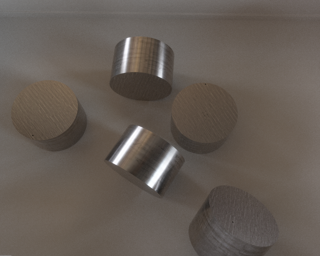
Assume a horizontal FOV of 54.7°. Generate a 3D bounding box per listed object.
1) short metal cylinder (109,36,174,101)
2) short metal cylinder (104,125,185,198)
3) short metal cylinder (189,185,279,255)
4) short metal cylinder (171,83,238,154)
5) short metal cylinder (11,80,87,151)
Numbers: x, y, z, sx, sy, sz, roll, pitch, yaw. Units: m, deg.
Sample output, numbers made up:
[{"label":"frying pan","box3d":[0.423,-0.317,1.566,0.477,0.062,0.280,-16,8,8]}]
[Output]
[{"label":"short metal cylinder","box3d":[-0.023,-0.075,0.408,0.080,0.080,0.050,4,70,1]},{"label":"short metal cylinder","box3d":[-0.018,0.040,0.366,0.080,0.080,0.050,31,73,10]},{"label":"short metal cylinder","box3d":[0.078,0.109,0.335,0.080,0.050,0.080,19,29,-11]},{"label":"short metal cylinder","box3d":[0.055,-0.011,0.401,0.081,0.050,0.080,0,70,0]},{"label":"short metal cylinder","box3d":[-0.140,-0.015,0.401,0.081,0.050,0.080,0,70,0]}]
